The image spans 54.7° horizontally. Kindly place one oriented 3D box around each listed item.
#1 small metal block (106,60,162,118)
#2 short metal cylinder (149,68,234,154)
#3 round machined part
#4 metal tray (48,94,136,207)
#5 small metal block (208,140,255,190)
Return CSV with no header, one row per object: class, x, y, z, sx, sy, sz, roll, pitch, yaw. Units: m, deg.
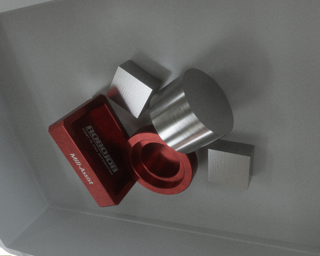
small metal block,-0.034,-0.049,0.392,0.050,0.025,0.050,36,129,5
short metal cylinder,0.035,-0.018,0.340,0.050,0.080,0.080,-33,100,38
round machined part,0.004,0.038,0.414,0.098,0.042,0.097,13,124,20
metal tray,-0.079,0.030,0.422,0.030,0.090,0.130,-18,109,35
small metal block,0.088,0.045,0.387,0.050,0.025,0.050,10,122,24
